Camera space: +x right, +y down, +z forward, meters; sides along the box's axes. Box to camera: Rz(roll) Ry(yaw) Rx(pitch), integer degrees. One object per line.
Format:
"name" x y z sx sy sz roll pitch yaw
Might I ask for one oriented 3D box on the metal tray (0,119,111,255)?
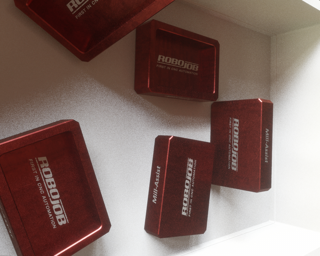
"metal tray" -0.110 0.065 0.310 0.091 0.030 0.129 -24 105 -37

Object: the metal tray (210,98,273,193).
"metal tray" 0.119 0.024 0.463 0.030 0.090 0.129 3 88 -40

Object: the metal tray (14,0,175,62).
"metal tray" -0.060 -0.126 0.287 0.090 0.130 0.030 40 42 -33

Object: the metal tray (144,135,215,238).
"metal tray" 0.030 0.080 0.428 0.091 0.030 0.129 11 83 -39

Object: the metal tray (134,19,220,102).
"metal tray" 0.028 -0.086 0.425 0.131 0.030 0.089 3 89 -40
